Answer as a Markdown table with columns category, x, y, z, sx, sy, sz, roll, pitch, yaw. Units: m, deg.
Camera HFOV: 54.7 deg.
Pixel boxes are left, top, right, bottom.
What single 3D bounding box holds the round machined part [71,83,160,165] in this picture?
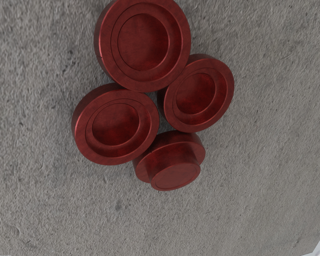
| category | x | y | z | sx | sy | sz | roll | pitch | yaw |
| --- | --- | --- | --- | --- | --- | --- | --- | --- | --- |
| round machined part | -0.054 | -0.008 | 0.361 | 0.099 | 0.042 | 0.097 | -14 | 124 | -21 |

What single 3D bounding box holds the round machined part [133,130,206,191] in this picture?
| category | x | y | z | sx | sy | sz | roll | pitch | yaw |
| --- | --- | --- | --- | --- | --- | --- | --- | --- | --- |
| round machined part | 0.015 | 0.049 | 0.414 | 0.099 | 0.042 | 0.097 | -13 | 143 | -10 |

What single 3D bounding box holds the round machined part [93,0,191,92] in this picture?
| category | x | y | z | sx | sy | sz | roll | pitch | yaw |
| --- | --- | --- | --- | --- | --- | --- | --- | --- | --- |
| round machined part | -0.021 | -0.089 | 0.321 | 0.099 | 0.042 | 0.097 | -9 | 110 | -24 |

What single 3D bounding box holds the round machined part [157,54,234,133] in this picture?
| category | x | y | z | sx | sy | sz | roll | pitch | yaw |
| --- | --- | --- | --- | --- | --- | --- | --- | --- | --- |
| round machined part | 0.041 | -0.046 | 0.389 | 0.099 | 0.042 | 0.097 | -14 | 124 | -21 |
